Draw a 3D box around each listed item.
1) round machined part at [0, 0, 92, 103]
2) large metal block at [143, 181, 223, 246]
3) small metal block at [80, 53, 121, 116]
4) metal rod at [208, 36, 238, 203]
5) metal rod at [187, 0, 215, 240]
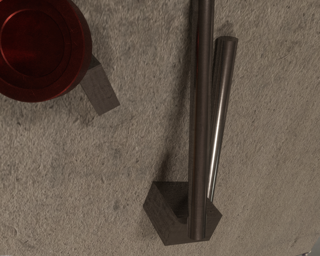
[{"bbox_3d":[-0.108,-0.073,0.273,0.099,0.042,0.097,1,102,5],"label":"round machined part"},{"bbox_3d":[0.032,0.126,0.468,0.081,0.080,0.050,7,115,-32],"label":"large metal block"},{"bbox_3d":[-0.070,-0.048,0.324,0.025,0.050,0.050,-29,129,-10],"label":"small metal block"},{"bbox_3d":[0.081,0.016,0.463,0.025,0.025,0.298,-12,124,-22],"label":"metal rod"},{"bbox_3d":[0.049,-0.003,0.379,0.025,0.025,0.298,-6,105,-26],"label":"metal rod"}]
